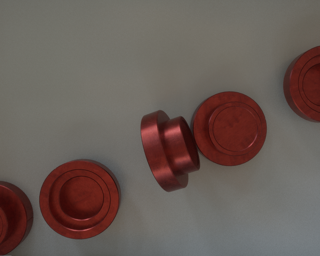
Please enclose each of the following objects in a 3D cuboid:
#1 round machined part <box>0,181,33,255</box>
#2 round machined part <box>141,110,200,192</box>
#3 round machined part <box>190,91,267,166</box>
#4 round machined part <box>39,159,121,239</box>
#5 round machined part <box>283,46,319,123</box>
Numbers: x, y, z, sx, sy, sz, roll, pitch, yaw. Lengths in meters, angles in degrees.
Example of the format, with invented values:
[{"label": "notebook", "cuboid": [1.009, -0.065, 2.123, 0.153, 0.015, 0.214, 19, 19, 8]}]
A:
[{"label": "round machined part", "cuboid": [-0.221, 0.120, 0.400, 0.099, 0.042, 0.097, 0, 90, -1]}, {"label": "round machined part", "cuboid": [0.017, 0.024, 0.372, 0.042, 0.098, 0.098, -19, 90, 14]}, {"label": "round machined part", "cuboid": [0.092, 0.001, 0.401, 0.099, 0.042, 0.097, 0, 90, -4]}, {"label": "round machined part", "cuboid": [-0.100, 0.088, 0.402, 0.099, 0.042, 0.097, 0, 90, -1]}, {"label": "round machined part", "cuboid": [0.210, -0.055, 0.406, 0.099, 0.042, 0.097, 0, 90, -1]}]
